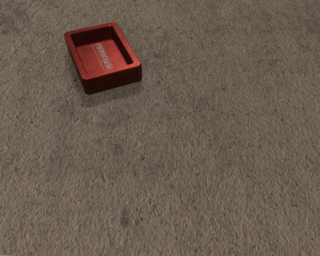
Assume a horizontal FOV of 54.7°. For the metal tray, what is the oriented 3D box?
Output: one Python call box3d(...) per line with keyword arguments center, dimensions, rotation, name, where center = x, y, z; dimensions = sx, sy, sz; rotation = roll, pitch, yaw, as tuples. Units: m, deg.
box3d(center=(-0.093, -0.116, 0.495), dimensions=(0.091, 0.030, 0.130), rotation=(-18, 52, -15), name="metal tray")
